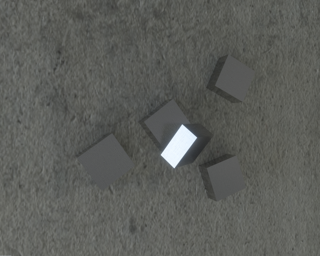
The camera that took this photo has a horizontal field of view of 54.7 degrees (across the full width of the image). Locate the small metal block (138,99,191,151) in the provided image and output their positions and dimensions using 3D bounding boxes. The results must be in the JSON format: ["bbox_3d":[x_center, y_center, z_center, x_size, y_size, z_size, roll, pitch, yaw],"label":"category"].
[{"bbox_3d":[0.008,-0.003,0.413,0.050,0.025,0.050,-40,103,-16],"label":"small metal block"}]

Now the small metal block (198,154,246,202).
[{"bbox_3d":[0.089,0.070,0.444,0.050,0.025,0.050,-20,97,-19],"label":"small metal block"}]

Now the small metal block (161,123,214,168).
[{"bbox_3d":[0.036,0.022,0.399,0.050,0.025,0.050,-3,132,-57],"label":"small metal block"}]

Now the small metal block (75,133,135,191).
[{"bbox_3d":[-0.068,0.041,0.385,0.050,0.025,0.050,-37,102,-17],"label":"small metal block"}]

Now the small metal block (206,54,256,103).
[{"bbox_3d":[0.103,-0.070,0.448,0.050,0.025,0.050,27,81,-19],"label":"small metal block"}]
